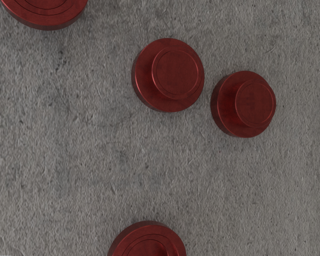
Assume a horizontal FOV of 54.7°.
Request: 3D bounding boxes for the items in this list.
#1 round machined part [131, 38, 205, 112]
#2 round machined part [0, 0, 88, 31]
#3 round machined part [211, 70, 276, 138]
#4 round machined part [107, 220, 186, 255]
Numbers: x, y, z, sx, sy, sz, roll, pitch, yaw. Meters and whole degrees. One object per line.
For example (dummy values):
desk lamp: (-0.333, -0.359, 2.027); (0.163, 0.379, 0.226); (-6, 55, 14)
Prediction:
round machined part: (0.015, -0.070, 0.405); (0.099, 0.042, 0.097); (0, 90, -20)
round machined part: (-0.132, -0.159, 0.351); (0.099, 0.042, 0.097); (0, 90, -20)
round machined part: (0.126, -0.034, 0.446); (0.099, 0.042, 0.097); (0, 90, -20)
round machined part: (-0.020, 0.166, 0.393); (0.099, 0.042, 0.097); (0, 90, -20)
